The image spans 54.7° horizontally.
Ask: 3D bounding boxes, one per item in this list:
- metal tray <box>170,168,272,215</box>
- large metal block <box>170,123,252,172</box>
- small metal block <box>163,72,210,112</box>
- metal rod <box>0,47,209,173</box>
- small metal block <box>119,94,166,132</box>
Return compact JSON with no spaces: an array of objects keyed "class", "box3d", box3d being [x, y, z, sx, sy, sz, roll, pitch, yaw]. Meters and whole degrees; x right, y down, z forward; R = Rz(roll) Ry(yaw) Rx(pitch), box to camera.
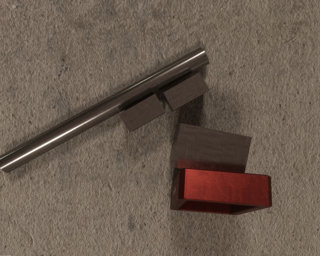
[{"class":"metal tray","box3d":[0.061,0.078,0.357,0.091,0.130,0.030,5,71,-1]},{"class":"large metal block","box3d":[0.058,0.026,0.383,0.080,0.080,0.050,11,90,-1]},{"class":"small metal block","box3d":[0.032,-0.044,0.398,0.050,0.050,0.025,-30,90,0]},{"class":"metal rod","box3d":[-0.073,-0.024,0.408,0.301,0.025,0.025,-29,90,-1]},{"class":"small metal block","box3d":[-0.021,-0.018,0.397,0.050,0.050,0.025,-30,90,0]}]
